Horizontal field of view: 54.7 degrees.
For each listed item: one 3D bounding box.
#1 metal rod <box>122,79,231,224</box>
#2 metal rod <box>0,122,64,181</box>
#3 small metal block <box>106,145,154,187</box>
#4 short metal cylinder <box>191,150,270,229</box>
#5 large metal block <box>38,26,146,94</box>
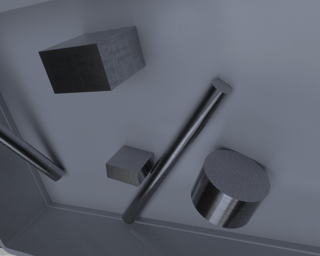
[{"bbox_3d":[0.008,0.053,0.436,0.025,0.025,0.298,35,129,4],"label":"metal rod"},{"bbox_3d":[-0.259,-0.007,0.467,0.025,0.025,0.300,-11,135,33],"label":"metal rod"},{"bbox_3d":[-0.042,0.053,0.446,0.050,0.050,0.025,13,124,20],"label":"small metal block"},{"bbox_3d":[0.083,0.072,0.373,0.080,0.080,0.050,26,127,11],"label":"short metal cylinder"},{"bbox_3d":[-0.075,-0.080,0.362,0.080,0.080,0.050,1,119,27],"label":"large metal block"}]
